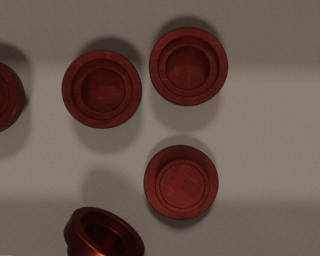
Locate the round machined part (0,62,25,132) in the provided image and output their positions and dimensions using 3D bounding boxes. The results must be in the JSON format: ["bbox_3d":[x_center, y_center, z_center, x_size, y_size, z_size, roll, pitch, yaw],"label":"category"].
[{"bbox_3d":[-0.223,-0.040,0.400,0.099,0.042,0.097,0,90,-1],"label":"round machined part"}]

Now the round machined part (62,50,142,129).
[{"bbox_3d":[-0.072,-0.048,0.402,0.099,0.042,0.097,0,90,-1],"label":"round machined part"}]

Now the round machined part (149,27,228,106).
[{"bbox_3d":[0.035,-0.077,0.403,0.099,0.042,0.097,0,90,-1],"label":"round machined part"}]

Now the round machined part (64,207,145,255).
[{"bbox_3d":[-0.071,0.143,0.375,0.098,0.098,0.042,31,97,-1],"label":"round machined part"}]

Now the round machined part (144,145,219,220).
[{"bbox_3d":[0.028,0.072,0.403,0.099,0.042,0.097,0,90,-1],"label":"round machined part"}]
